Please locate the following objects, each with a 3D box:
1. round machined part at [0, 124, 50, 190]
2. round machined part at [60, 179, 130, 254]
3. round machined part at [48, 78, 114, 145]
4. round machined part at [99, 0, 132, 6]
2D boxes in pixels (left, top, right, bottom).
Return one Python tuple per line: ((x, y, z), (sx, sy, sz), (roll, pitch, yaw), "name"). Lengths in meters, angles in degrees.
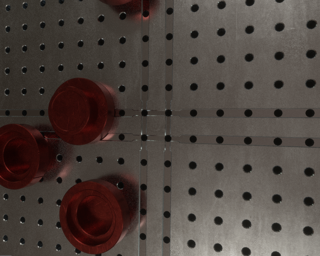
((-0.211, 0.042, 0.476), (0.098, 0.042, 0.097), (0, 90, 19), "round machined part")
((-0.086, 0.120, 0.433), (0.098, 0.042, 0.097), (0, 90, 19), "round machined part")
((-0.119, -0.024, 0.444), (0.098, 0.042, 0.097), (0, 90, 19), "round machined part")
((-0.056, -0.216, 0.422), (0.098, 0.042, 0.097), (0, 90, 19), "round machined part")
